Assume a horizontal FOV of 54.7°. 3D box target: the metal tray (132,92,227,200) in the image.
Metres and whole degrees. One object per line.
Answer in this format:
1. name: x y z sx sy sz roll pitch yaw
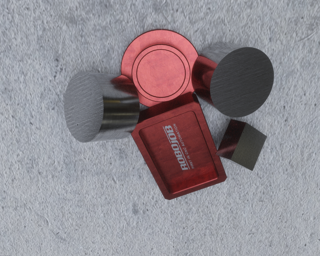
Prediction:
1. metal tray: 0.026 0.028 0.407 0.090 0.030 0.129 -21 119 7

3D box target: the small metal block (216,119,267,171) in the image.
1. small metal block: 0.106 0.022 0.401 0.050 0.025 0.050 27 85 -37

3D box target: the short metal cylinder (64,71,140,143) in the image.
1. short metal cylinder: -0.070 -0.024 0.365 0.050 0.080 0.079 -4 118 -46

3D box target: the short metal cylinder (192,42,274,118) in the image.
1. short metal cylinder: 0.085 -0.058 0.366 0.081 0.050 0.079 -7 113 -17

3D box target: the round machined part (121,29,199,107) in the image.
1. round machined part: 0.001 -0.069 0.377 0.099 0.042 0.097 0 110 0
